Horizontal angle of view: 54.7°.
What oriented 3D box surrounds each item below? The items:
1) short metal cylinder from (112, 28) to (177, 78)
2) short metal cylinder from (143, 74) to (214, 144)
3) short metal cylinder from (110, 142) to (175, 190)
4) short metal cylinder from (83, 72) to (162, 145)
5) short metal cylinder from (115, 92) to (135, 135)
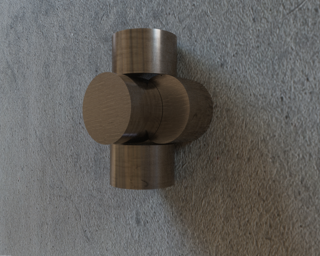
[{"bbox_3d":[-0.019,-0.087,0.385,0.080,0.081,0.050,0,90,39],"label":"short metal cylinder"},{"bbox_3d":[0.017,-0.022,0.374,0.080,0.050,0.079,0,90,39],"label":"short metal cylinder"},{"bbox_3d":[-0.022,0.044,0.387,0.080,0.081,0.050,1,91,39],"label":"short metal cylinder"},{"bbox_3d":[-0.044,-0.022,0.359,0.080,0.050,0.079,0,90,39],"label":"short metal cylinder"},{"bbox_3d":[-0.045,-0.022,0.425,0.080,0.050,0.079,0,90,39],"label":"short metal cylinder"}]
